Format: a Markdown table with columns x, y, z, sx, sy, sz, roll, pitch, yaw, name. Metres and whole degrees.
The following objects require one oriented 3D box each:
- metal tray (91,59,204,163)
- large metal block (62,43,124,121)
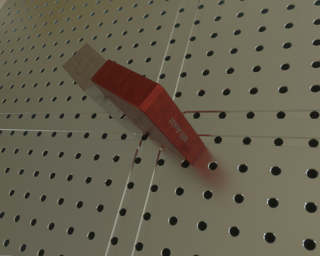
| x | y | z | sx | sy | sz | roll | pitch | yaw | name |
| --- | --- | --- | --- | --- | --- | --- | --- | --- | --- |
| -0.010 | -0.016 | 0.356 | 0.090 | 0.130 | 0.030 | 32 | 80 | 38 | metal tray |
| -0.086 | -0.067 | 0.460 | 0.050 | 0.080 | 0.080 | -44 | 51 | -2 | large metal block |
